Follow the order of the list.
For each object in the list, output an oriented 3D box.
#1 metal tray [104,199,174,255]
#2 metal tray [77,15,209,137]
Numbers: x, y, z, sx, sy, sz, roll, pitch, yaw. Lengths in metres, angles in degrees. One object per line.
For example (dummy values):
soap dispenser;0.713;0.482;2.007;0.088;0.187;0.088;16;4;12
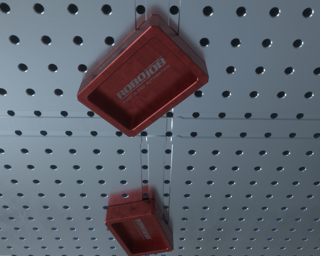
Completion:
metal tray;-0.035;0.186;0.566;0.090;0.030;0.129;-13;129;10
metal tray;-0.021;-0.053;0.362;0.130;0.030;0.090;-36;122;26
